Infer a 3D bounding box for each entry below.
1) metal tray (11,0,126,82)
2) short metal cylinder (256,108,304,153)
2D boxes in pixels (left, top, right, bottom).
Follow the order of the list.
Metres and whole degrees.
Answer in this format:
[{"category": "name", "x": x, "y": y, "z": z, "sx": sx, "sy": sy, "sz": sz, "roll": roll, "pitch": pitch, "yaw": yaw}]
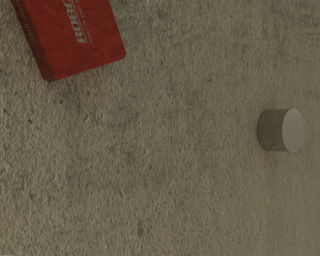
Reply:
[{"category": "metal tray", "x": -0.097, "y": -0.123, "z": 0.320, "sx": 0.091, "sy": 0.030, "sz": 0.129, "roll": -29, "pitch": 108, "yaw": -36}, {"category": "short metal cylinder", "x": 0.225, "y": 0.004, "z": 0.577, "sx": 0.081, "sy": 0.050, "sz": 0.079, "roll": 0, "pitch": 90, "yaw": -40}]
